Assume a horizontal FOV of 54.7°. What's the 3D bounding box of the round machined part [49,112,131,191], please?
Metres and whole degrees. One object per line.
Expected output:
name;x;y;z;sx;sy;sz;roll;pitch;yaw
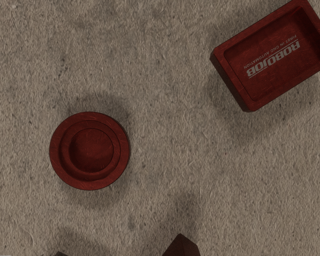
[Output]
round machined part;-0.087;0.028;0.400;0.099;0.042;0.097;0;90;-1

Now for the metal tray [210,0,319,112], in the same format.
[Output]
metal tray;0.140;-0.089;0.384;0.130;0.030;0.090;-32;90;-1

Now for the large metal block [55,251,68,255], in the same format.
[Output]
large metal block;-0.120;0.221;0.396;0.080;0.050;0.080;26;90;-1

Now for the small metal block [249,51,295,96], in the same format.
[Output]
small metal block;0.145;-0.071;0.412;0.050;0.025;0.050;-22;90;-1

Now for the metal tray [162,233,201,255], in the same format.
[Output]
metal tray;0.000;0.202;0.377;0.030;0.090;0.130;37;90;0
